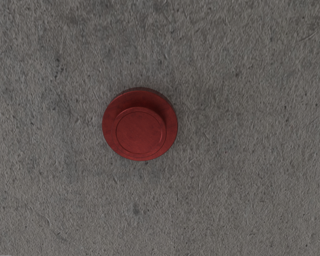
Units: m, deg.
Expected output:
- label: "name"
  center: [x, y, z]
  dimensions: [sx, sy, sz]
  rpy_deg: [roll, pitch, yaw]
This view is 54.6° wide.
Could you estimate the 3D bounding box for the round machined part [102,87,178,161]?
- label: "round machined part"
  center: [-0.026, -0.001, 0.400]
  dimensions: [0.099, 0.042, 0.097]
  rpy_deg: [0, 110, 0]
